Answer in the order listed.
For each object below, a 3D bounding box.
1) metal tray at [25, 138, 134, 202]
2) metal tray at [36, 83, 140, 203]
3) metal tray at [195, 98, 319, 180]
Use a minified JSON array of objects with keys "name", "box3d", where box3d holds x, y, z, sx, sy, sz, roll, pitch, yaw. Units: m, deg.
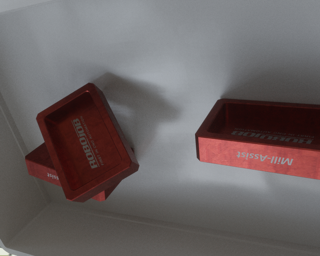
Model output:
[{"name":"metal tray","box3d":[-0.115,0.049,0.455,0.130,0.090,0.030,15,125,19]},{"name":"metal tray","box3d":[-0.095,0.017,0.397,0.090,0.030,0.130,-31,68,4]},{"name":"metal tray","box3d":[0.111,0.006,0.310,0.130,0.090,0.030,7,121,24]}]
